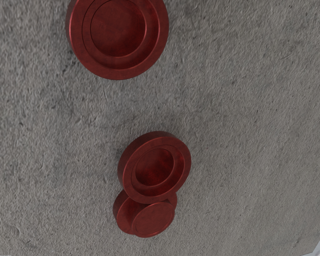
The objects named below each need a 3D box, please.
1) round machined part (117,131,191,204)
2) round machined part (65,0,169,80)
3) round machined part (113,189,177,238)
[{"bbox_3d":[-0.011,0.048,0.415,0.099,0.042,0.097,-12,117,-24],"label":"round machined part"},{"bbox_3d":[-0.044,-0.101,0.309,0.099,0.042,0.097,-14,124,-21],"label":"round machined part"},{"bbox_3d":[-0.017,0.124,0.463,0.099,0.042,0.097,-14,124,-21],"label":"round machined part"}]
